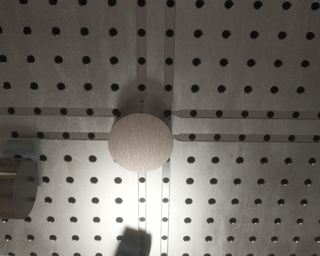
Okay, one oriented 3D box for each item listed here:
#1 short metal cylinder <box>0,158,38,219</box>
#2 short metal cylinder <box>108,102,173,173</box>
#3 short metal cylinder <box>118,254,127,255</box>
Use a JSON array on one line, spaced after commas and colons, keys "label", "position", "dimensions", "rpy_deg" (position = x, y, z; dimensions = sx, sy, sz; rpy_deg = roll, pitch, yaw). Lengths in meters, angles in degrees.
[{"label": "short metal cylinder", "position": [-0.202, 0.079, 0.411], "dimensions": [0.050, 0.080, 0.079], "rpy_deg": [2, 110, -1]}, {"label": "short metal cylinder", "position": [-0.024, 0.011, 0.404], "dimensions": [0.081, 0.050, 0.079], "rpy_deg": [0, 110, -1]}, {"label": "short metal cylinder", "position": [-0.050, 0.241, 0.472], "dimensions": [0.050, 0.080, 0.079], "rpy_deg": [20, 109, -8]}]
